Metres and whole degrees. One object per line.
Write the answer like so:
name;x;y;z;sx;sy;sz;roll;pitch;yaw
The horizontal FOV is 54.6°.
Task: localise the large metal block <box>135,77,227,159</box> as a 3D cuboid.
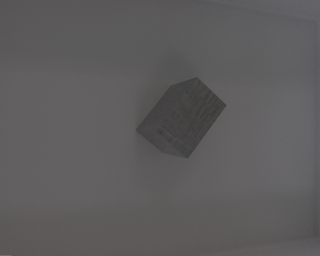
large metal block;0.023;-0.012;0.390;0.050;0.080;0.080;41;77;-16
